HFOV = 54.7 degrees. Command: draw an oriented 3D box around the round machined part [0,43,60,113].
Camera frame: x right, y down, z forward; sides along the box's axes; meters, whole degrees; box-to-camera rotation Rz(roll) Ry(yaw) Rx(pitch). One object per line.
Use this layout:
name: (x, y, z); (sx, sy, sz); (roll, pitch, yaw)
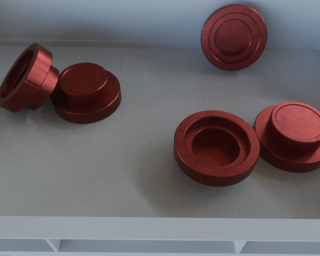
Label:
round machined part: (-0.176, -0.063, 0.423); (0.098, 0.042, 0.098); (-26, 47, 32)

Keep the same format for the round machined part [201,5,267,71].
round machined part: (0.113, -0.142, 0.486); (0.099, 0.097, 0.042); (3, 24, 2)

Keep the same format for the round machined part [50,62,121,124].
round machined part: (-0.106, -0.056, 0.440); (0.099, 0.042, 0.098); (0, 50, 0)

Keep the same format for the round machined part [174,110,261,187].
round machined part: (0.065, 0.028, 0.371); (0.099, 0.042, 0.098); (0, 50, 0)

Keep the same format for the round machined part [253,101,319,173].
round machined part: (0.170, 0.004, 0.393); (0.099, 0.042, 0.098); (0, 50, 0)
